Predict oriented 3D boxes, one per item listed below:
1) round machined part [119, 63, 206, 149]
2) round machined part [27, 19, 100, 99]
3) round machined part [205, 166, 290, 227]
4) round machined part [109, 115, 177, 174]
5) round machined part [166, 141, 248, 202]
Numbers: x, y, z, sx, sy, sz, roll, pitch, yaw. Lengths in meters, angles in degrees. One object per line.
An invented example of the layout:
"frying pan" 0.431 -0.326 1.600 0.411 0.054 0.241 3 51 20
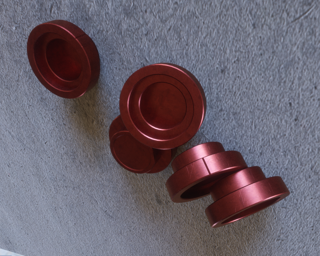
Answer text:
"round machined part" 0.006 -0.028 0.365 0.098 0.042 0.097 4 107 15
"round machined part" -0.119 -0.091 0.402 0.098 0.042 0.097 13 124 21
"round machined part" 0.098 0.079 0.370 0.097 0.099 0.042 -46 57 39
"round machined part" -0.029 0.024 0.426 0.098 0.042 0.097 13 124 21
"round machined part" 0.052 0.051 0.376 0.098 0.099 0.042 -45 56 39
